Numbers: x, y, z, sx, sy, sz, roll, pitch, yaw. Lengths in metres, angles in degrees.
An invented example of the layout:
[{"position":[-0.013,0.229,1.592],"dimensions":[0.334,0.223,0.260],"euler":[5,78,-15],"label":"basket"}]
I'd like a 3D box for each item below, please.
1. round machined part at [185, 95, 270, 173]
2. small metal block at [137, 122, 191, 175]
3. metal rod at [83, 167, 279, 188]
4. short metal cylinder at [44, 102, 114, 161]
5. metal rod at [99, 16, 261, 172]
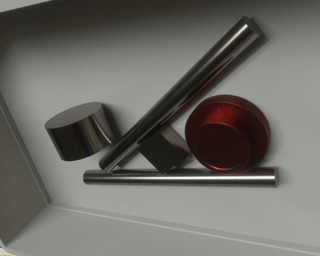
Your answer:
[{"position":[0.075,0.014,0.362],"dimensions":[0.098,0.042,0.097],"euler":[13,124,20],"label":"round machined part"},{"position":[0.006,0.028,0.419],"dimensions":[0.050,0.025,0.050],"euler":[46,129,-4],"label":"small metal block"},{"position":[0.010,0.071,0.444],"dimensions":[0.300,0.025,0.025],"euler":[-5,116,30],"label":"metal rod"},{"position":[-0.110,0.003,0.430],"dimensions":[0.080,0.080,0.050],"euler":[-5,116,30],"label":"short metal cylinder"},{"position":[0.002,-0.021,0.391],"dimensions":[0.025,0.025,0.299],"euler":[45,129,-4],"label":"metal rod"}]
